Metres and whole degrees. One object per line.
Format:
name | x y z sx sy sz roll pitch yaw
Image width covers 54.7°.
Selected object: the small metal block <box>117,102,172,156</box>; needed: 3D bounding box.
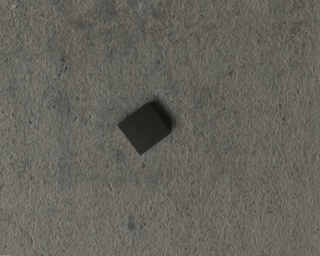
small metal block | -0.020 0.001 0.411 0.050 0.025 0.050 -37 90 0
